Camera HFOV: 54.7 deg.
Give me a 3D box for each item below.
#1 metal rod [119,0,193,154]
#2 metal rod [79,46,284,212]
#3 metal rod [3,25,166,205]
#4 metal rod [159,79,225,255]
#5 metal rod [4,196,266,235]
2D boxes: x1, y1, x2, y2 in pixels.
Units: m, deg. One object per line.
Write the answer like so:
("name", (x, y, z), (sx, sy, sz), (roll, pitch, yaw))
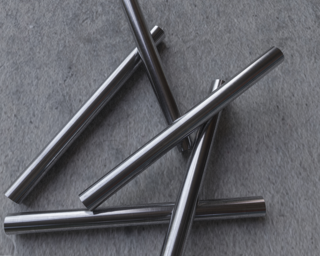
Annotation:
("metal rod", (-0.018, -0.109, 0.422), (0.025, 0.025, 0.299), (-19, 81, -7))
("metal rod", (0.032, -0.004, 0.378), (0.301, 0.025, 0.025), (-37, 75, -8))
("metal rod", (-0.090, -0.029, 0.417), (0.025, 0.025, 0.300), (35, 73, 11))
("metal rod", (0.038, 0.065, 0.361), (0.025, 0.025, 0.300), (17, 62, 6))
("metal rod", (-0.027, 0.104, 0.369), (0.302, 0.025, 0.025), (-3, 70, -2))
